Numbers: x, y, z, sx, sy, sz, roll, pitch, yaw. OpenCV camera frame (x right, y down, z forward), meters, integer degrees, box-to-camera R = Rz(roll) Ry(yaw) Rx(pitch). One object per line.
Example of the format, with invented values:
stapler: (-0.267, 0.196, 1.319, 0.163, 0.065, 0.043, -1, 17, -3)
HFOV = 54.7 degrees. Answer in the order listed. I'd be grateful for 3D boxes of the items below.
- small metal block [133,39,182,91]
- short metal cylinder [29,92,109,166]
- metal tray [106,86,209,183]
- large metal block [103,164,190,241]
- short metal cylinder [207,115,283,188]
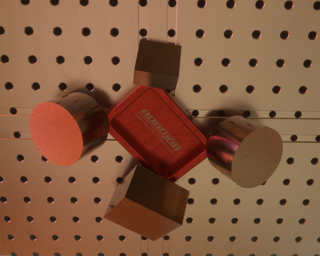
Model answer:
small metal block: (-0.003, -0.075, 0.369, 0.050, 0.050, 0.025, 9, 148, -3)
short metal cylinder: (-0.112, 0.000, 0.383, 0.080, 0.050, 0.079, 9, 113, 24)
metal tray: (-0.001, 0.006, 0.412, 0.090, 0.030, 0.130, -40, 106, 13)
large metal block: (-0.019, 0.104, 0.420, 0.080, 0.050, 0.080, 29, 138, -11)
short metal cylinder: (0.108, 0.029, 0.395, 0.081, 0.050, 0.079, -10, 113, -25)
